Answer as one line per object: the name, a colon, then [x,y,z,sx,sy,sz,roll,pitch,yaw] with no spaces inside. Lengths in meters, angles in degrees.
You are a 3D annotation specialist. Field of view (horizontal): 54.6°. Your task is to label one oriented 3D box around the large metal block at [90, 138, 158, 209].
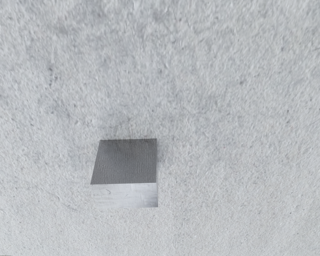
large metal block: [-0.044,0.061,0.422,0.080,0.080,0.050,-2,130,1]
